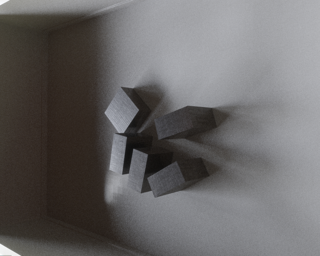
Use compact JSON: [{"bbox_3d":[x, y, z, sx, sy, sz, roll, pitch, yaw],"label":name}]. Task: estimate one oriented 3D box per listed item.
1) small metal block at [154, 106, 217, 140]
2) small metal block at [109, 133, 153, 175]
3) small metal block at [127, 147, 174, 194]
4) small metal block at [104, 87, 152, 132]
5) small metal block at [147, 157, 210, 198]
[{"bbox_3d":[0.030,-0.005,0.366,0.050,0.050,0.025,-21,77,38],"label":"small metal block"},{"bbox_3d":[-0.039,0.033,0.423,0.025,0.050,0.050,14,99,39],"label":"small metal block"},{"bbox_3d":[-0.012,0.053,0.401,0.025,0.050,0.050,18,101,38],"label":"small metal block"},{"bbox_3d":[-0.047,-0.023,0.446,0.050,0.025,0.050,51,120,28],"label":"small metal block"},{"bbox_3d":[0.022,0.059,0.372,0.050,0.050,0.025,-35,68,34],"label":"small metal block"}]
